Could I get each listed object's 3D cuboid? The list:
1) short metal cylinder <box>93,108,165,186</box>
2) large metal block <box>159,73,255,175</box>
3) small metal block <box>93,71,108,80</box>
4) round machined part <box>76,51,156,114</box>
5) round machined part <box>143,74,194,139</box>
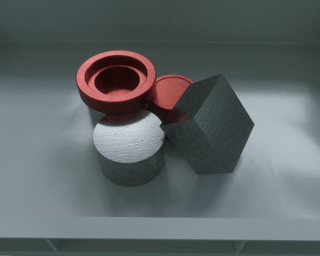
[{"bbox_3d":[-0.035,0.022,0.368,0.081,0.050,0.080,0,50,0],"label":"short metal cylinder"},{"bbox_3d":[0.058,-0.003,0.362,0.050,0.080,0.080,-13,33,46],"label":"large metal block"},{"bbox_3d":[-0.082,-0.067,0.441,0.025,0.050,0.050,37,59,26],"label":"small metal block"},{"bbox_3d":[-0.054,-0.053,0.398,0.099,0.042,0.098,0,50,0],"label":"round machined part"},{"bbox_3d":[0.018,-0.035,0.419,0.099,0.042,0.098,0,50,0],"label":"round machined part"}]
